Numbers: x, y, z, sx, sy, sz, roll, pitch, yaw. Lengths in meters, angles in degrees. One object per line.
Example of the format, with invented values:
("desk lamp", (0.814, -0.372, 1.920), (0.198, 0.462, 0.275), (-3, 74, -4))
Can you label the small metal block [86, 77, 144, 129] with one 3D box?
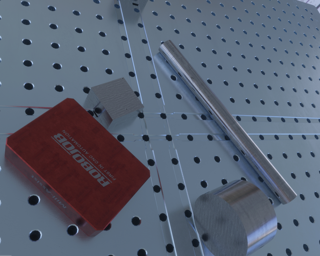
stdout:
("small metal block", (-0.057, -0.033, 0.398), (0.050, 0.025, 0.050), (-26, 76, -37))

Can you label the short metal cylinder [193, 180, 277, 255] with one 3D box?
("short metal cylinder", (0.084, 0.106, 0.356), (0.050, 0.080, 0.080), (-15, 70, -34))

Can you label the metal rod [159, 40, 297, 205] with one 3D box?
("metal rod", (0.098, -0.014, 0.471), (0.025, 0.025, 0.299), (-31, 79, -38))

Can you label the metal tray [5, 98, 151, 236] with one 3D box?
("metal tray", (-0.086, 0.039, 0.336), (0.130, 0.030, 0.090), (43, 51, 1))

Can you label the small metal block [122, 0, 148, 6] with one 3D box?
("small metal block", (-0.040, -0.238, 0.517), (0.050, 0.050, 0.025), (4, 60, -27))
